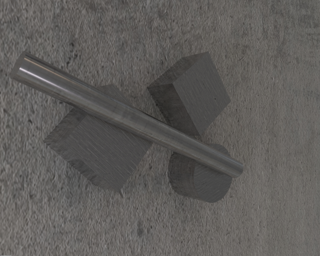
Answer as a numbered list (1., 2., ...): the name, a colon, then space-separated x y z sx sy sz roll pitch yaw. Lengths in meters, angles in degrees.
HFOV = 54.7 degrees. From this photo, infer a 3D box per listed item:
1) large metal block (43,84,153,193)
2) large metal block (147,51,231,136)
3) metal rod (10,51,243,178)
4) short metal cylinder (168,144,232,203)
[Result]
1. large metal block: -0.061 0.011 0.337 0.080 0.050 0.080 50 61 -29
2. large metal block: 0.042 -0.046 0.423 0.080 0.050 0.080 -45 117 -31
3. metal rod: -0.004 0.003 0.335 0.301 0.025 0.025 26 74 -37
4. short metal cylinder: 0.058 0.061 0.437 0.081 0.050 0.080 0 90 -40
